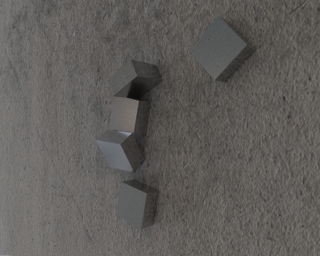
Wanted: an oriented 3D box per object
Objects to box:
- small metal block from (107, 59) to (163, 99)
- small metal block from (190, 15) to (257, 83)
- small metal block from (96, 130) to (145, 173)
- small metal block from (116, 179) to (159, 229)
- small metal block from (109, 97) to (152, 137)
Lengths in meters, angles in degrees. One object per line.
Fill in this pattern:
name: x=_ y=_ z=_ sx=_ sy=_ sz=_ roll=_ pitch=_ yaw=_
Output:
small metal block: x=-0.033 y=-0.064 z=0.416 sx=0.050 sy=0.050 sz=0.025 roll=-33 pitch=70 yaw=35
small metal block: x=0.070 y=-0.087 z=0.347 sx=0.050 sy=0.025 sz=0.050 roll=-49 pitch=61 yaw=29
small metal block: x=-0.055 y=0.032 z=0.435 sx=0.050 sy=0.025 sz=0.050 roll=6 pitch=130 yaw=40
small metal block: x=-0.032 y=0.104 z=0.431 sx=0.050 sy=0.025 sz=0.050 roll=15 pitch=99 yaw=39
small metal block: x=-0.043 y=-0.018 z=0.441 sx=0.050 sy=0.025 sz=0.050 roll=17 pitch=101 yaw=38
